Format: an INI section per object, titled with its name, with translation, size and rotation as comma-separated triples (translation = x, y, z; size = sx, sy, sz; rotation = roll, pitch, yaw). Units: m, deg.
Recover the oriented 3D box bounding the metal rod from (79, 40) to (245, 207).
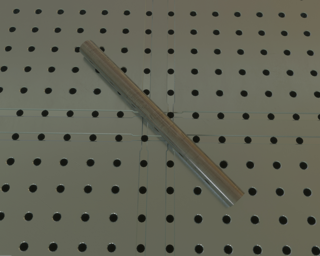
[metal rod]
translation = -0.006, -0.015, 0.418
size = 0.025, 0.025, 0.300
rotation = -41, 75, -13
